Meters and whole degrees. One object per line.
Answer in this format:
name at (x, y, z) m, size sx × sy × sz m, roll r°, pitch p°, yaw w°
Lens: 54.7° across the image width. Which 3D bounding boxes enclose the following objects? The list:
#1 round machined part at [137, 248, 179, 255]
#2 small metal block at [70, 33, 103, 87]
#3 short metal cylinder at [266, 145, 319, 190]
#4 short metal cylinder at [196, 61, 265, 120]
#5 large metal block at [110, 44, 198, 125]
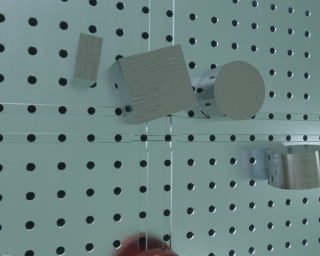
round machined part at (-0.008, 0.204, 0.401) m, size 0.099 × 0.042 × 0.097 m, roll 0°, pitch 90°, yaw -20°
small metal block at (-0.088, -0.079, 0.367) m, size 0.025 × 0.050 × 0.050 m, roll 9°, pitch 87°, yaw -20°
short metal cylinder at (0.202, 0.056, 0.458) m, size 0.081 × 0.080 × 0.050 m, roll -9°, pitch 93°, yaw -20°
short metal cylinder at (0.099, -0.050, 0.436) m, size 0.081 × 0.050 × 0.079 m, roll 0°, pitch 90°, yaw -20°
large metal block at (-0.008, -0.054, 0.396) m, size 0.081 × 0.050 × 0.080 m, roll -19°, pitch 97°, yaw -19°
